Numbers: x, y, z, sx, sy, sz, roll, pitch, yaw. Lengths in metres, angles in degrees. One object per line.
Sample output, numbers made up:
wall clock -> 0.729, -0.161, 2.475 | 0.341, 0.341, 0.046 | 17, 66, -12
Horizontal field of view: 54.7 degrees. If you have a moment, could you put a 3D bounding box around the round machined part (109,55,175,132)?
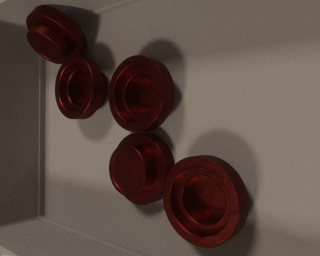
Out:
round machined part -> -0.020, -0.044, 0.410 | 0.098, 0.042, 0.097 | 0, 90, 39

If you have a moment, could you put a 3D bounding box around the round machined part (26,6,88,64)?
round machined part -> -0.170, -0.140, 0.493 | 0.098, 0.098, 0.042 | 5, 57, 39

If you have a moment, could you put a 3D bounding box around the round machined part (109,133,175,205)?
round machined part -> -0.031, 0.055, 0.419 | 0.098, 0.042, 0.097 | 0, 90, 39

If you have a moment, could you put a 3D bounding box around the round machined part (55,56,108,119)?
round machined part -> -0.121, -0.062, 0.493 | 0.098, 0.042, 0.097 | 0, 90, 39

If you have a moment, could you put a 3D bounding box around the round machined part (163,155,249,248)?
round machined part -> 0.054, 0.079, 0.350 | 0.098, 0.042, 0.097 | 0, 90, 39
